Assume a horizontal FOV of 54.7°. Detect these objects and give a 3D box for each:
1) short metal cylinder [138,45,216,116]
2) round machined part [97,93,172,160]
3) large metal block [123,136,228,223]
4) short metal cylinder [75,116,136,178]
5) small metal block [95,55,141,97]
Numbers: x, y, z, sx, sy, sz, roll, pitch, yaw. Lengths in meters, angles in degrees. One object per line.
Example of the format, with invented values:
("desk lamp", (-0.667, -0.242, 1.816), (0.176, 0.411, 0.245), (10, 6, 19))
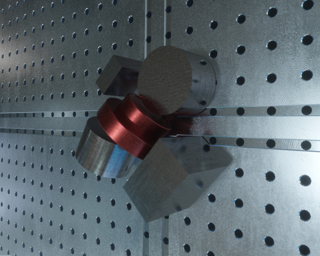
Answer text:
("short metal cylinder", (0.020, -0.055, 0.375), (0.080, 0.050, 0.079), (0, 90, 39))
("round machined part", (-0.024, -0.006, 0.380), (0.042, 0.098, 0.098), (-49, 61, 14))
("large metal block", (0.018, 0.056, 0.357), (0.050, 0.081, 0.080), (51, 120, 27))
("short metal cylinder", (-0.070, 0.025, 0.428), (0.080, 0.081, 0.050), (38, 113, 33))
("small metal block", (-0.053, -0.071, 0.434), (0.050, 0.050, 0.025), (-49, 61, 28))
